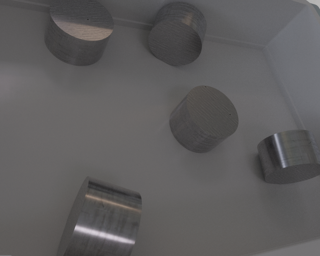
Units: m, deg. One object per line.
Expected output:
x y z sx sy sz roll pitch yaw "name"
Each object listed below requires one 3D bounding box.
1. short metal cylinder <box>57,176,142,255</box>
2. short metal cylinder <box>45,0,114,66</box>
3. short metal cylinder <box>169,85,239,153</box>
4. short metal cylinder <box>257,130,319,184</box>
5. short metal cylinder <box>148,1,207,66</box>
-0.056 0.090 0.285 0.050 0.080 0.080 22 54 -15 "short metal cylinder"
-0.108 -0.130 0.411 0.081 0.050 0.080 14 56 -21 "short metal cylinder"
0.060 -0.012 0.429 0.081 0.050 0.080 14 56 -21 "short metal cylinder"
0.186 0.043 0.444 0.081 0.080 0.050 9 58 -24 "short metal cylinder"
0.027 -0.142 0.472 0.080 0.080 0.050 25 53 -13 "short metal cylinder"
